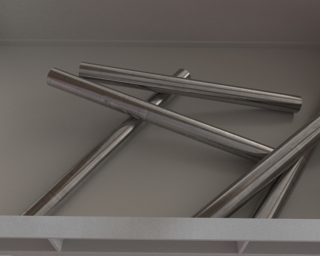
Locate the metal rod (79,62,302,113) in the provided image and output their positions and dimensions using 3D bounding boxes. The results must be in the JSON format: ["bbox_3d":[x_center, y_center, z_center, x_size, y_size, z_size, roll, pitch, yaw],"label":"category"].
[{"bbox_3d":[0.044,-0.054,0.424,0.302,0.025,0.025,8,50,-4],"label":"metal rod"}]

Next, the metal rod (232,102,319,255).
[{"bbox_3d":[0.173,0.031,0.380,0.025,0.025,0.301,30,56,23],"label":"metal rod"}]

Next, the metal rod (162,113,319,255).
[{"bbox_3d":[0.130,0.039,0.346,0.301,0.025,0.025,-34,58,-16],"label":"metal rod"}]

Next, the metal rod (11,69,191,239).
[{"bbox_3d":[-0.053,0.013,0.393,0.025,0.025,0.301,30,56,22],"label":"metal rod"}]

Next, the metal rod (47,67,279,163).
[{"bbox_3d":[0.000,-0.014,0.389,0.301,0.025,0.025,20,53,6],"label":"metal rod"}]
